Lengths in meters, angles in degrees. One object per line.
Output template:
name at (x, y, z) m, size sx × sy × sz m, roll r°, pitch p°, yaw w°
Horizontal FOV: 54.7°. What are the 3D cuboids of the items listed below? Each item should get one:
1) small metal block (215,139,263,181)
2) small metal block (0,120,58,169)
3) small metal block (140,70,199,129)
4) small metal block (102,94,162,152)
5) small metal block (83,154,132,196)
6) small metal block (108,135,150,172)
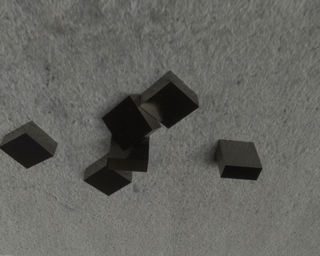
small metal block at (0.108, 0.044, 0.430) m, size 0.050 × 0.050 × 0.025 m, roll 5°, pitch 130°, yaw -5°
small metal block at (-0.179, 0.024, 0.425) m, size 0.050 × 0.025 × 0.050 m, roll -25°, pitch 126°, yaw 19°
small metal block at (0.011, -0.034, 0.379) m, size 0.050 × 0.025 × 0.050 m, roll -36°, pitch 122°, yaw 26°
small metal block at (-0.035, -0.007, 0.384) m, size 0.050 × 0.025 × 0.050 m, roll -36°, pitch 83°, yaw 25°
small metal block at (-0.078, 0.071, 0.467) m, size 0.050 × 0.025 × 0.050 m, roll -34°, pitch 123°, yaw 25°
small metal block at (-0.041, 0.030, 0.415) m, size 0.050 × 0.050 × 0.025 m, roll 5°, pitch 135°, yaw -5°
